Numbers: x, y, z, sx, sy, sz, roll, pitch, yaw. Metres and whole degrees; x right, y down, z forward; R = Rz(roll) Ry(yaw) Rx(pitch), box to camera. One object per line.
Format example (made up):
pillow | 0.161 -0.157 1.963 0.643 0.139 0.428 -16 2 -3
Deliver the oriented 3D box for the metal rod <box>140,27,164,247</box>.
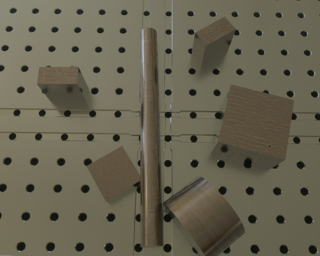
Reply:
metal rod | -0.013 -0.006 0.399 0.025 0.025 0.299 -1 65 -1

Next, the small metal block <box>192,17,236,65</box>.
small metal block | 0.076 -0.124 0.445 0.050 0.050 0.025 -31 73 -11

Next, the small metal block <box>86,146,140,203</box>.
small metal block | -0.056 0.059 0.390 0.050 0.025 0.050 -30 73 -11

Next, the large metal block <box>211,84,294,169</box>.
large metal block | 0.118 -0.001 0.400 0.080 0.050 0.080 15 71 5

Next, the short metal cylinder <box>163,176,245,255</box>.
short metal cylinder | 0.047 0.101 0.346 0.050 0.080 0.080 -36 74 -12

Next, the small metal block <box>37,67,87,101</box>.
small metal block | -0.130 -0.059 0.418 0.050 0.050 0.025 -1 70 -1
